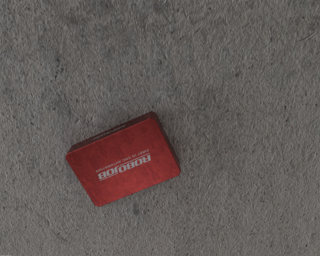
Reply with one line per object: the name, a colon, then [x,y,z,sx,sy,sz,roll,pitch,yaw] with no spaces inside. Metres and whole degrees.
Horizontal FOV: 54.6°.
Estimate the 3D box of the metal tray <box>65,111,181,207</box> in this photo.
metal tray: [-0.048,0.044,0.423,0.130,0.030,0.090,-23,109,8]
